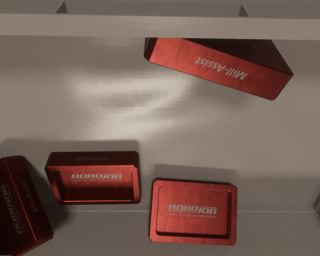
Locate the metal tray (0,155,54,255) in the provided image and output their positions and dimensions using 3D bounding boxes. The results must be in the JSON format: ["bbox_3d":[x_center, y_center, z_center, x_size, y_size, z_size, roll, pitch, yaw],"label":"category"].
[{"bbox_3d":[-0.215,0.117,0.445,0.090,0.130,0.030,-33,166,24],"label":"metal tray"}]

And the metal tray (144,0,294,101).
[{"bbox_3d":[0.052,-0.080,0.299,0.131,0.090,0.030,15,128,-13],"label":"metal tray"}]

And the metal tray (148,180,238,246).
[{"bbox_3d":[0.050,0.129,0.478,0.131,0.090,0.030,5,170,-5],"label":"metal tray"}]

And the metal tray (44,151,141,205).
[{"bbox_3d":[-0.096,0.077,0.470,0.131,0.030,0.089,-1,130,0],"label":"metal tray"}]
